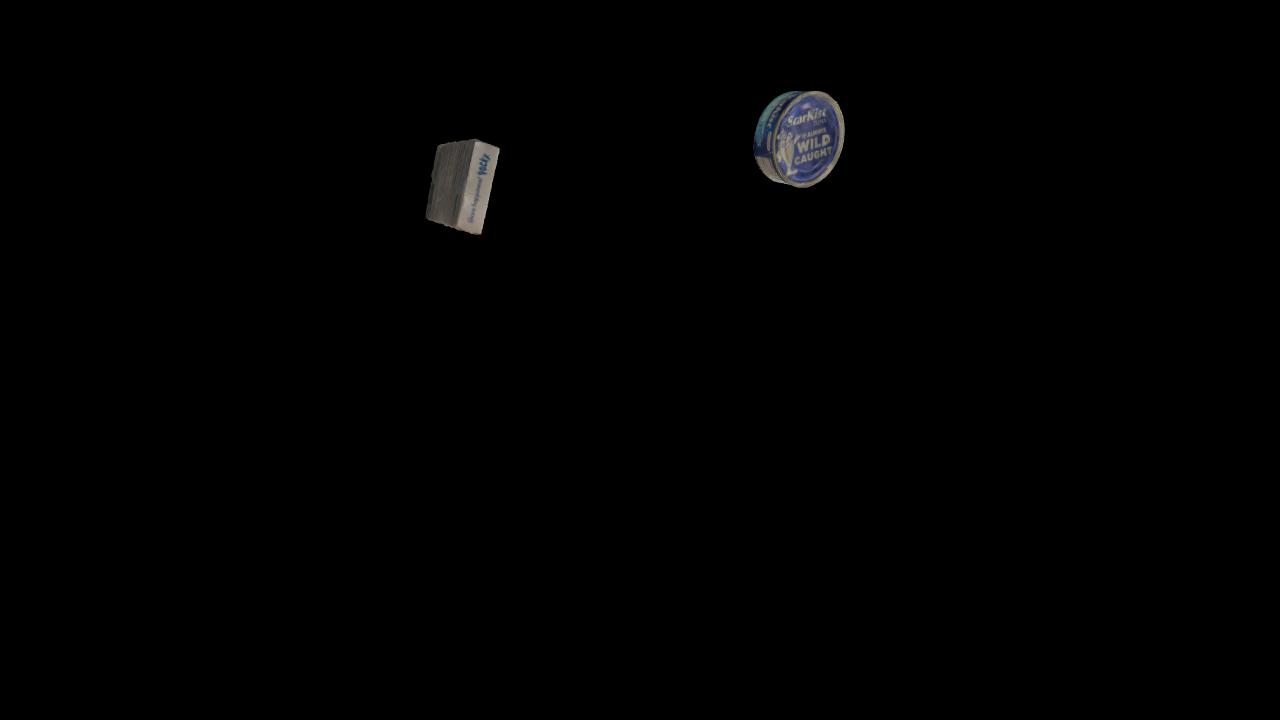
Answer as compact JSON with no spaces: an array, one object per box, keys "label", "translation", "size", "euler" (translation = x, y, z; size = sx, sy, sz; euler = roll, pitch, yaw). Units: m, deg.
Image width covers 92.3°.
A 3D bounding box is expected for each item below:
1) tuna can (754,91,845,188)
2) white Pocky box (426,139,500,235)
[{"label":"tuna can","translation":[0.148,-0.206,0.574],"size":[0.084,0.084,0.034],"euler":[0,22,-30]},{"label":"white Pocky box","translation":[-0.184,-0.176,0.621],"size":[0.028,0.084,0.154],"euler":[9,10,-32]}]
